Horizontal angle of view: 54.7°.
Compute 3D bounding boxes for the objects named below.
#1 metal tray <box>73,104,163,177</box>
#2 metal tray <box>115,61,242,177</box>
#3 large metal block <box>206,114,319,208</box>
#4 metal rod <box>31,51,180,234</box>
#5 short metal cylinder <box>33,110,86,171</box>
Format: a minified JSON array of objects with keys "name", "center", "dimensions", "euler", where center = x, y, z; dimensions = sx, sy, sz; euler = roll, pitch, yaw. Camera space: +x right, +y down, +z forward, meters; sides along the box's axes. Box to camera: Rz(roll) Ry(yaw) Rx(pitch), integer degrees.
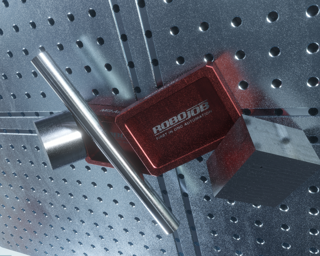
[{"name":"metal tray","center":[-0.056,0.016,0.447],"dimensions":[0.130,0.030,0.089],"euler":[7,122,24]},{"name":"metal tray","center":[0.025,-0.008,0.366],"dimensions":[0.130,0.030,0.090],"euler":[-28,104,20]},{"name":"large metal block","center":[0.109,0.039,0.339],"dimensions":[0.081,0.050,0.079],"euler":[13,131,-18]},{"name":"metal rod","center":[-0.068,0.027,0.425],"dimensions":[0.025,0.025,0.299],"euler":[-28,103,37]},{"name":"short metal cylinder","center":[-0.149,0.018,0.462],"dimensions":[0.080,0.050,0.079],"euler":[47,149,41]}]
